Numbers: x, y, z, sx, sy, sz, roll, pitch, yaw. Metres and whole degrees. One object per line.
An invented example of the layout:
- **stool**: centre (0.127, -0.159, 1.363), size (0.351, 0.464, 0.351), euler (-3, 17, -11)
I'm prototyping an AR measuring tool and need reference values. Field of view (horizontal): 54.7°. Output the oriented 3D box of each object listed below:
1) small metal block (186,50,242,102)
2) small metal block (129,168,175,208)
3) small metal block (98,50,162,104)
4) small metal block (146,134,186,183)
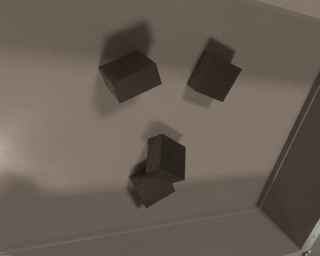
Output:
- **small metal block**: centre (0.071, -0.068, 0.408), size (0.050, 0.025, 0.050), euler (16, 110, -35)
- **small metal block**: centre (-0.011, 0.083, 0.456), size (0.050, 0.025, 0.050), euler (-29, 129, -11)
- **small metal block**: centre (-0.034, -0.058, 0.340), size (0.050, 0.050, 0.025), euler (-27, 128, -12)
- **small metal block**: centre (0.009, 0.043, 0.423), size (0.025, 0.050, 0.050), euler (-22, 141, 38)
